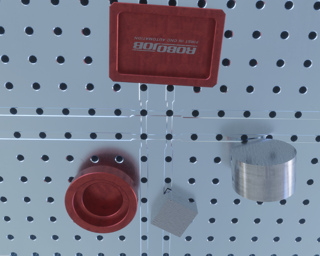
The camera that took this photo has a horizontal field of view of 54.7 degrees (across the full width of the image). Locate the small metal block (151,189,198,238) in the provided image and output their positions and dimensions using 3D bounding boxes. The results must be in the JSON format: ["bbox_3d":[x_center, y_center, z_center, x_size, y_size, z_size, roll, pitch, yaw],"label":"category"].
[{"bbox_3d":[0.021,0.127,0.460,0.050,0.025,0.050,28,108,-10],"label":"small metal block"}]

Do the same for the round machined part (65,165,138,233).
[{"bbox_3d":[-0.080,0.096,0.439,0.099,0.042,0.097,0,110,0],"label":"round machined part"}]

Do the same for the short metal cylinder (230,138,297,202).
[{"bbox_3d":[0.134,0.052,0.404,0.080,0.080,0.050,-7,110,2],"label":"short metal cylinder"}]

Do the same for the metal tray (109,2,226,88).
[{"bbox_3d":[0.006,-0.099,0.373,0.131,0.030,0.089,3,110,-2],"label":"metal tray"}]
